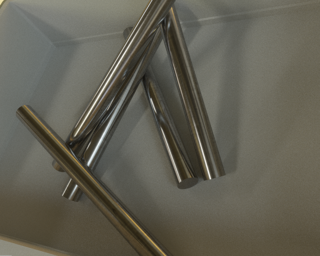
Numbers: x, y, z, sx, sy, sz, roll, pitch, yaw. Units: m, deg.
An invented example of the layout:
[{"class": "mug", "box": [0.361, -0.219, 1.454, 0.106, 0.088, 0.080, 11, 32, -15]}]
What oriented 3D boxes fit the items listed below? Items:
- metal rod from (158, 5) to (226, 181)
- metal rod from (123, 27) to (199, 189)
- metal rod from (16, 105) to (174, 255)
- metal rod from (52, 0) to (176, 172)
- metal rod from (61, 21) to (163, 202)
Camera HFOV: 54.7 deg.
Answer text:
[{"class": "metal rod", "box": [0.022, -0.087, 0.369, 0.025, 0.025, 0.299, -18, 79, 17]}, {"class": "metal rod", "box": [-0.009, -0.050, 0.439, 0.025, 0.025, 0.299, -28, 52, 10]}, {"class": "metal rod", "box": [-0.095, 0.060, 0.383, 0.300, 0.025, 0.025, 39, 83, 28]}, {"class": "metal rod", "box": [-0.062, -0.057, 0.394, 0.298, 0.025, 0.025, -54, 48, 21]}, {"class": "metal rod", "box": [-0.054, -0.040, 0.432, 0.025, 0.025, 0.299, 21, 80, 35]}]
